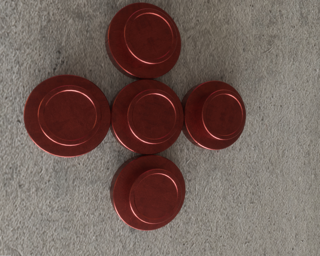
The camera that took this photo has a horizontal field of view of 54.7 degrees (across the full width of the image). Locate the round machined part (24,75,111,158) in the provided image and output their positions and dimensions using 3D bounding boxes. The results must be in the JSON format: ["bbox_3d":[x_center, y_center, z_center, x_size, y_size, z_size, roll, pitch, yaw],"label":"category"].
[{"bbox_3d":[-0.106,-0.014,0.363,0.099,0.042,0.097,0,90,-21],"label":"round machined part"}]

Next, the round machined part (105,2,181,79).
[{"bbox_3d":[-0.017,-0.112,0.396,0.099,0.042,0.097,0,90,-21],"label":"round machined part"}]

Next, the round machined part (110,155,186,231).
[{"bbox_3d":[-0.011,0.084,0.398,0.099,0.042,0.097,0,90,-21],"label":"round machined part"}]

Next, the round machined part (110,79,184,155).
[{"bbox_3d":[-0.013,-0.014,0.397,0.099,0.042,0.097,0,90,-21],"label":"round machined part"}]

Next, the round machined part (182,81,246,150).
[{"bbox_3d":[0.079,-0.018,0.432,0.099,0.042,0.097,0,90,-21],"label":"round machined part"}]
